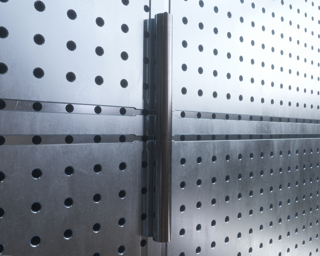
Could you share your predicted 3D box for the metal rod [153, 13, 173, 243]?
[{"bbox_3d":[0.004,-0.001,0.414,0.025,0.025,0.298,1,90,-40],"label":"metal rod"}]
